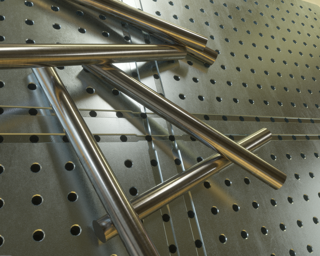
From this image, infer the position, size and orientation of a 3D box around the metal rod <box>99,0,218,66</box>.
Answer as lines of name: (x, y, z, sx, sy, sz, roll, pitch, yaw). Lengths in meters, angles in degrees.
metal rod: (-0.042, -0.177, 0.492, 0.301, 0.025, 0.025, 24, 53, -14)

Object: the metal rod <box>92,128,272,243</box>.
metal rod: (0.052, 0.058, 0.400, 0.302, 0.025, 0.025, -22, 74, -36)

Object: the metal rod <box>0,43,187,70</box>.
metal rod: (-0.067, -0.094, 0.392, 0.302, 0.025, 0.025, -16, 70, -46)

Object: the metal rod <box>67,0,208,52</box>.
metal rod: (-0.071, -0.178, 0.461, 0.302, 0.025, 0.025, 18, 55, -11)

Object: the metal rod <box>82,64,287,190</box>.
metal rod: (0.030, -0.011, 0.408, 0.301, 0.025, 0.025, 32, 51, 2)

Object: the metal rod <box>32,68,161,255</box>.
metal rod: (-0.068, 0.037, 0.324, 0.025, 0.025, 0.299, -18, 64, -35)
